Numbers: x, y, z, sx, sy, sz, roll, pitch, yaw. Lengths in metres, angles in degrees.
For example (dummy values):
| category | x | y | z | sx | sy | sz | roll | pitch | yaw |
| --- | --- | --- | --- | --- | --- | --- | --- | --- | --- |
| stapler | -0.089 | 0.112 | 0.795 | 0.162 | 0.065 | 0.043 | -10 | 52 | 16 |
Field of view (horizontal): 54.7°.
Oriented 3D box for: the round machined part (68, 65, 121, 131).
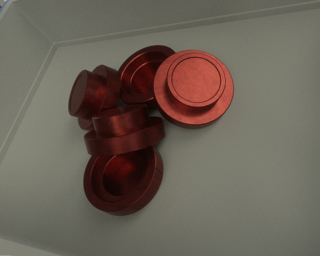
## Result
| category | x | y | z | sx | sy | sz | roll | pitch | yaw |
| --- | --- | --- | --- | --- | --- | --- | --- | --- | --- |
| round machined part | -0.099 | -0.045 | 0.444 | 0.098 | 0.042 | 0.098 | -29 | 53 | 48 |

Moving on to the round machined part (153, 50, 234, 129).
| category | x | y | z | sx | sy | sz | roll | pitch | yaw |
| --- | --- | --- | --- | --- | --- | --- | --- | --- | --- |
| round machined part | 0.041 | -0.051 | 0.374 | 0.099 | 0.042 | 0.098 | 1 | 76 | -3 |

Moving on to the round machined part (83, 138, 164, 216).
| category | x | y | z | sx | sy | sz | roll | pitch | yaw |
| --- | --- | --- | --- | --- | --- | --- | --- | --- | --- |
| round machined part | -0.040 | 0.059 | 0.377 | 0.098 | 0.042 | 0.098 | -13 | 56 | 21 |

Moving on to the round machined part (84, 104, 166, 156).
| category | x | y | z | sx | sy | sz | roll | pitch | yaw |
| --- | --- | --- | --- | --- | --- | --- | --- | --- | --- |
| round machined part | -0.045 | -0.002 | 0.381 | 0.098 | 0.098 | 0.042 | -6 | 103 | 25 |

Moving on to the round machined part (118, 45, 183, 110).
| category | x | y | z | sx | sy | sz | roll | pitch | yaw |
| --- | --- | --- | --- | --- | --- | --- | --- | --- | --- |
| round machined part | -0.011 | -0.066 | 0.438 | 0.098 | 0.042 | 0.098 | -13 | 56 | 21 |
